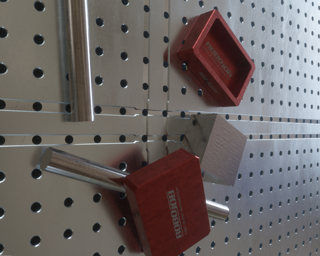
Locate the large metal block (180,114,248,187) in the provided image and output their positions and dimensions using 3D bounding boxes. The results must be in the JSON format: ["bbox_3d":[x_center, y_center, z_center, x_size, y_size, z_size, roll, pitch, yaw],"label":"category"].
[{"bbox_3d":[0.077,0.033,0.460,0.080,0.050,0.080,33,70,-36],"label":"large metal block"}]

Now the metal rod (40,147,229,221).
[{"bbox_3d":[-0.007,0.083,0.405,0.301,0.025,0.025,26,74,-37],"label":"metal rod"}]

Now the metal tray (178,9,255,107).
[{"bbox_3d":[0.094,-0.105,0.487,0.130,0.030,0.090,43,64,-32],"label":"metal tray"}]

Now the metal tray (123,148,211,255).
[{"bbox_3d":[0.013,0.101,0.390,0.091,0.030,0.129,-25,119,-25],"label":"metal tray"}]

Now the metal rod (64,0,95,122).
[{"bbox_3d":[-0.092,-0.156,0.333,0.025,0.025,0.298,-5,93,-40],"label":"metal rod"}]
